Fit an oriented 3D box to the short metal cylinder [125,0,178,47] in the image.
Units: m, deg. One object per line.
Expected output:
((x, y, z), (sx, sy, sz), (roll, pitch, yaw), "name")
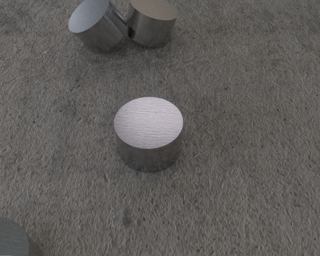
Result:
((-0.016, -0.182, 0.527), (0.081, 0.050, 0.080), (12, 45, -12), "short metal cylinder")

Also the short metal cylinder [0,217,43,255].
((-0.152, 0.128, 0.278), (0.080, 0.050, 0.080), (0, 50, 0), "short metal cylinder")

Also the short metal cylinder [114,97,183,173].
((-0.013, 0.008, 0.380), (0.080, 0.050, 0.080), (0, 50, 0), "short metal cylinder")

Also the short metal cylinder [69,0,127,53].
((-0.102, -0.171, 0.509), (0.080, 0.050, 0.080), (-15, 57, 24), "short metal cylinder")
